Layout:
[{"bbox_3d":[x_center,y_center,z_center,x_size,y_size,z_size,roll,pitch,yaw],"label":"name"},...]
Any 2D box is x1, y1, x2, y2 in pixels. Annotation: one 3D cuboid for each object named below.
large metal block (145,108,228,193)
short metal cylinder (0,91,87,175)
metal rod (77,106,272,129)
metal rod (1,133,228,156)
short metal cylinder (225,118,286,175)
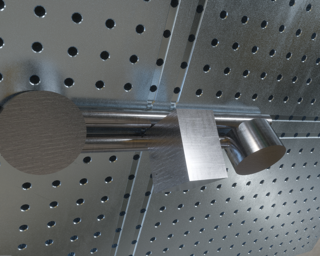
[{"bbox_3d":[0.028,0.030,0.370,0.050,0.080,0.080,1,160,-29],"label":"large metal block"},{"bbox_3d":[-0.121,0.002,0.312,0.081,0.050,0.079,-4,97,-28],"label":"short metal cylinder"},{"bbox_3d":[0.037,-0.012,0.423,0.303,0.025,0.025,1,118,-29],"label":"metal rod"},{"bbox_3d":[-0.036,0.018,0.402,0.303,0.025,0.025,0,118,-29],"label":"metal rod"},{"bbox_3d":[0.142,0.030,0.474,0.081,0.050,0.080,-14,145,-10],"label":"short metal cylinder"}]
